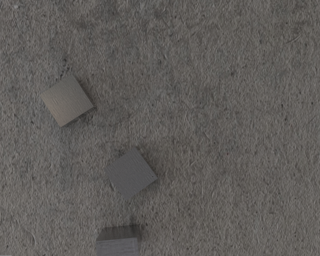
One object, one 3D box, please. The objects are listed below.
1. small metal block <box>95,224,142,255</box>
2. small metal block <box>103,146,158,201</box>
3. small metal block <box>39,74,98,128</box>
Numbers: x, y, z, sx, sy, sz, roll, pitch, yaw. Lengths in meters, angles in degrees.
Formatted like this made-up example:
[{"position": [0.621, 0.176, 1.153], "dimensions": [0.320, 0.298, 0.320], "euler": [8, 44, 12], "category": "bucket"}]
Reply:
[{"position": [-0.051, 0.146, 0.397], "dimensions": [0.050, 0.050, 0.025], "euler": [-6, 90, 0], "category": "small metal block"}, {"position": [-0.038, 0.059, 0.410], "dimensions": [0.050, 0.025, 0.050], "euler": [-36, 90, 0], "category": "small metal block"}, {"position": [-0.120, -0.035, 0.409], "dimensions": [0.050, 0.025, 0.050], "euler": [-33, 90, 0], "category": "small metal block"}]
